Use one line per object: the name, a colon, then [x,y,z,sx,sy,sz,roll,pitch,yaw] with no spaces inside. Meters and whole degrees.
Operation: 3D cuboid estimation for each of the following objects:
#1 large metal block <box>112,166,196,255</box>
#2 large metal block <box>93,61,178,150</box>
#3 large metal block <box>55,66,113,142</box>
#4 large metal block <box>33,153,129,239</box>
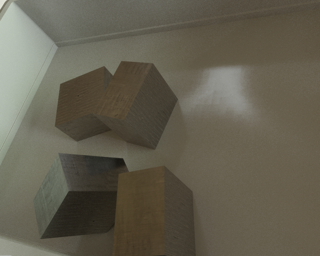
large metal block: [-0.002,0.094,0.314,0.050,0.080,0.080,-13,56,21]
large metal block: [-0.028,-0.029,0.403,0.050,0.080,0.080,12,68,33]
large metal block: [-0.105,-0.035,0.467,0.080,0.050,0.080,-18,55,18]
large metal block: [-0.086,0.077,0.350,0.080,0.081,0.050,-55,46,27]
